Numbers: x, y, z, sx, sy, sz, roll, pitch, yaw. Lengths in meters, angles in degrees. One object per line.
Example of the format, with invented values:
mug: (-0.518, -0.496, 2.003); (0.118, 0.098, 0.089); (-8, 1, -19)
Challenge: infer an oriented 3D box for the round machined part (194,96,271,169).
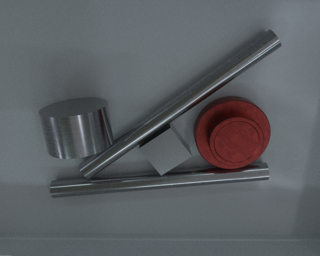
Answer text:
round machined part: (0.096, 0.011, 0.404); (0.099, 0.042, 0.097); (0, 110, -1)

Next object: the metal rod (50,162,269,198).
metal rod: (-0.001, 0.074, 0.437); (0.302, 0.025, 0.025); (-5, 110, 1)

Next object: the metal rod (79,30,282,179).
metal rod: (0.017, -0.024, 0.401); (0.300, 0.025, 0.025); (-35, 107, 11)

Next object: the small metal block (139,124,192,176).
small metal block: (0.007, 0.028, 0.419); (0.050, 0.025, 0.050); (-34, 107, 11)

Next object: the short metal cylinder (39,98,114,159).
short metal cylinder: (-0.101, -0.002, 0.379); (0.081, 0.080, 0.050); (-5, 110, 1)
